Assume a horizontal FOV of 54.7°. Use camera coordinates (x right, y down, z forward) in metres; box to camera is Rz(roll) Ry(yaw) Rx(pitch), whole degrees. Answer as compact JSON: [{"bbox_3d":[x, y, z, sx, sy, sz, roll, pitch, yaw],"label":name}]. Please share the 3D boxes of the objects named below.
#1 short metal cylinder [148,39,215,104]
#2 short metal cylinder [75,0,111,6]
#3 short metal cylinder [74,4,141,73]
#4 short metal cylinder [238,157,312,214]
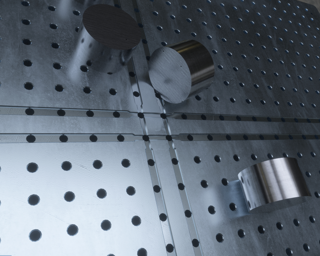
[{"bbox_3d":[0.030,-0.081,0.440,0.050,0.080,0.080,-28,78,-38],"label":"short metal cylinder"},{"bbox_3d":[-0.106,-0.236,0.480,0.081,0.050,0.080,14,56,-21],"label":"short metal cylinder"},{"bbox_3d":[-0.073,-0.123,0.429,0.081,0.050,0.080,14,56,-21],"label":"short metal cylinder"},{"bbox_3d":[0.150,0.078,0.409,0.081,0.080,0.050,3,60,-27],"label":"short metal cylinder"}]
